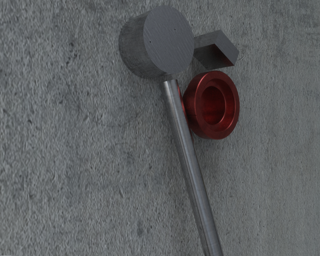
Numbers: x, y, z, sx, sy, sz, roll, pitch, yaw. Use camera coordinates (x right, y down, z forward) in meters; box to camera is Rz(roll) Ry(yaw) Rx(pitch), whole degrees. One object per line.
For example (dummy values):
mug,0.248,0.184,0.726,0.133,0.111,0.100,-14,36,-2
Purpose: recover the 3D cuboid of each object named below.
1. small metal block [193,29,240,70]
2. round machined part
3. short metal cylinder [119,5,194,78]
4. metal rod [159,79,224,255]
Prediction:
small metal block,0.079,-0.113,0.455,0.050,0.050,0.025,36,68,-34
round machined part,0.070,-0.032,0.452,0.099,0.042,0.097,0,90,-40
short metal cylinder,-0.004,-0.104,0.385,0.081,0.050,0.079,0,90,-40
metal rod,0.049,0.083,0.411,0.025,0.025,0.298,-14,88,-39
